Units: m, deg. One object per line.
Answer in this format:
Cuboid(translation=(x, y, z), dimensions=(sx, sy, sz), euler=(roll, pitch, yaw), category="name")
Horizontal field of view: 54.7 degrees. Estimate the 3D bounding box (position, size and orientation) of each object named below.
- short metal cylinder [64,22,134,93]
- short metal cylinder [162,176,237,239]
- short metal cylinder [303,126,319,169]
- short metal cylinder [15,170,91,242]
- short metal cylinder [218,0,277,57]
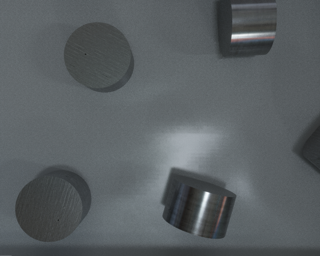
Cuboid(translation=(-0.076, -0.088, 0.398), dimensions=(0.081, 0.050, 0.079), euler=(0, 90, -1), category="short metal cylinder")
Cuboid(translation=(0.049, 0.096, 0.385), dimensions=(0.080, 0.080, 0.050), euler=(16, 90, -1), category="short metal cylinder")
Cuboid(translation=(0.230, 0.024, 0.387), dimensions=(0.050, 0.080, 0.080), euler=(40, 90, -1), category="short metal cylinder")
Cuboid(translation=(-0.134, 0.097, 0.397), dimensions=(0.081, 0.050, 0.079), euler=(0, 90, -1), category="short metal cylinder")
Cuboid(translation=(0.105, -0.130, 0.385), dimensions=(0.050, 0.080, 0.079), euler=(-3, 90, 0), category="short metal cylinder")
